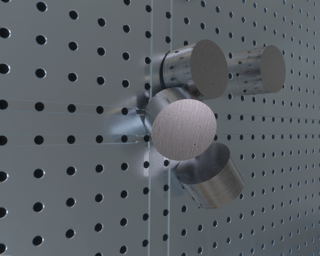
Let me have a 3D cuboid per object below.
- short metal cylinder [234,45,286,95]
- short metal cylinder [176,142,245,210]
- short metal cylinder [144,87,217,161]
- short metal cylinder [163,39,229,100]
[{"bbox_3d":[0.175,-0.099,0.538,0.081,0.050,0.079,0,90,-40],"label":"short metal cylinder"},{"bbox_3d":[0.070,0.065,0.432,0.080,0.080,0.050,-48,119,-29],"label":"short metal cylinder"},{"bbox_3d":[0.024,-0.006,0.389,0.081,0.050,0.079,-5,114,-12],"label":"short metal cylinder"},{"bbox_3d":[0.051,-0.077,0.432,0.081,0.050,0.080,3,85,-42],"label":"short metal cylinder"}]
